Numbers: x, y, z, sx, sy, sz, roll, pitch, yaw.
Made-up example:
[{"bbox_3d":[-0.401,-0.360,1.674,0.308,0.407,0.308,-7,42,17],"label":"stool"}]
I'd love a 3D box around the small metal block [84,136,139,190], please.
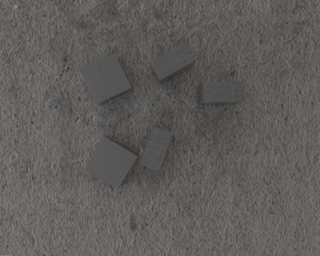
[{"bbox_3d":[-0.063,0.045,0.409,0.050,0.025,0.050,31,90,0],"label":"small metal block"}]

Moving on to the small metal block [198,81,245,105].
[{"bbox_3d":[0.077,-0.044,0.398,0.050,0.050,0.025,-1,90,0],"label":"small metal block"}]

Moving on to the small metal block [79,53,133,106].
[{"bbox_3d":[-0.070,-0.063,0.409,0.050,0.025,0.050,-26,90,0],"label":"small metal block"}]

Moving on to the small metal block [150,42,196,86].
[{"bbox_3d":[0.016,-0.081,0.397,0.050,0.050,0.025,-30,90,0],"label":"small metal block"}]

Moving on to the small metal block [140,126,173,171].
[{"bbox_3d":[-0.005,0.025,0.397,0.025,0.050,0.050,19,90,0],"label":"small metal block"}]
